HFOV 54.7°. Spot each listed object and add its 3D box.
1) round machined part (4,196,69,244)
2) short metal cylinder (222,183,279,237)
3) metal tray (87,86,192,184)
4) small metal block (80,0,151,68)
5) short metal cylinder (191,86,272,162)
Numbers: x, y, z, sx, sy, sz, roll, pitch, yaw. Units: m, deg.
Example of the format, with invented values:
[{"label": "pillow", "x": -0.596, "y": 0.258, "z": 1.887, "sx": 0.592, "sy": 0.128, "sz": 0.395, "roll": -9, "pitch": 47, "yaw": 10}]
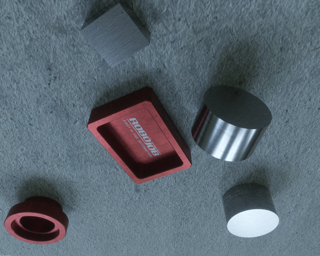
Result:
[{"label": "round machined part", "x": -0.204, "y": 0.153, "z": 0.524, "sx": 0.099, "sy": 0.042, "sz": 0.097, "roll": 0, "pitch": 130, "yaw": 0}, {"label": "short metal cylinder", "x": 0.147, "y": 0.136, "z": 0.508, "sx": 0.081, "sy": 0.050, "sz": 0.079, "roll": 0, "pitch": 130, "yaw": 0}, {"label": "metal tray", "x": -0.023, "y": 0.016, "z": 0.416, "sx": 0.090, "sy": 0.030, "sz": 0.130, "roll": -21, "pitch": 127, "yaw": 17}, {"label": "small metal block", "x": -0.045, "y": -0.099, "z": 0.322, "sx": 0.050, "sy": 0.025, "sz": 0.050, "roll": -27, "pitch": 125, "yaw": 21}, {"label": "short metal cylinder", "x": 0.083, "y": -0.007, "z": 0.366, "sx": 0.081, "sy": 0.080, "sz": 0.050, "roll": 9, "pitch": 130, "yaw": -8}]
